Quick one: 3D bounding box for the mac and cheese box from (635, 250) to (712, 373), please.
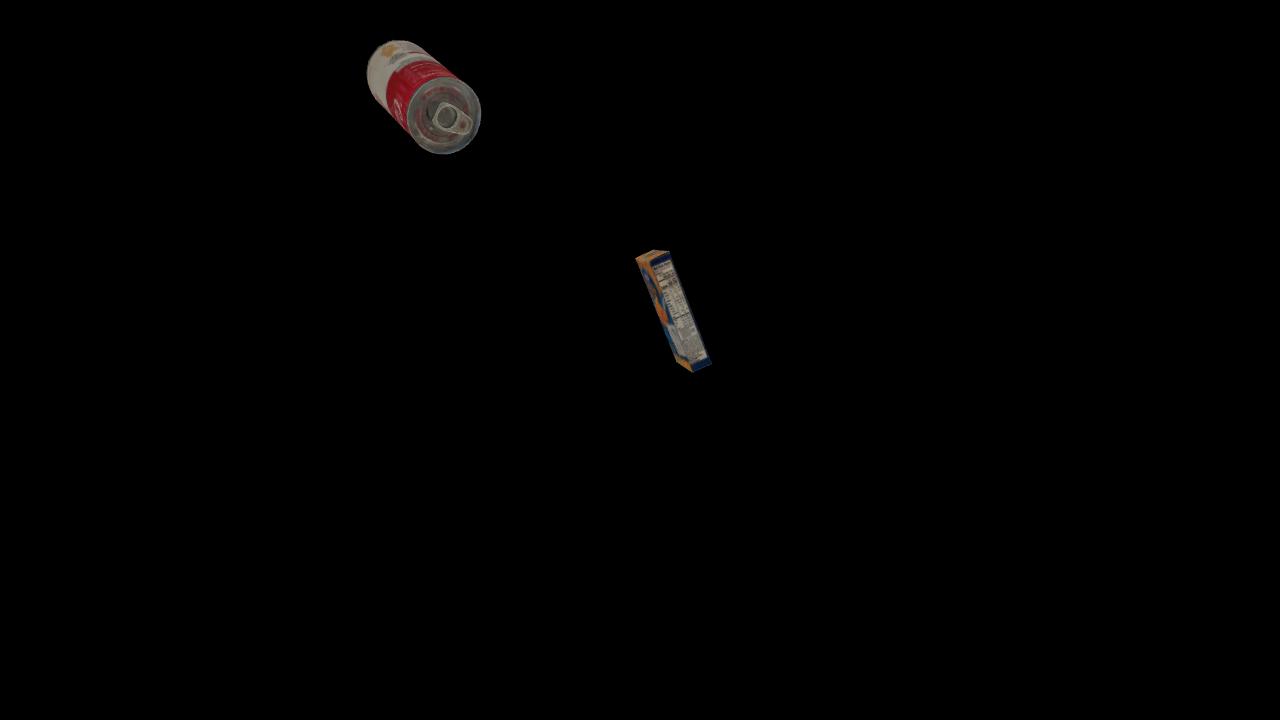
[{"bbox_3d":[0.051,-0.077,0.946,0.041,0.184,0.093,-25,15,-6],"label":"mac and cheese box"}]

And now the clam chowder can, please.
[{"bbox_3d":[-0.198,-0.241,0.560,0.068,0.068,0.102,0,38,-48],"label":"clam chowder can"}]
